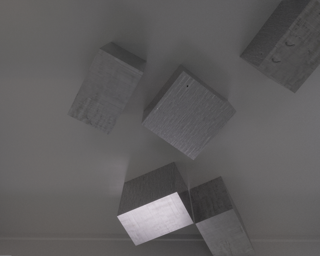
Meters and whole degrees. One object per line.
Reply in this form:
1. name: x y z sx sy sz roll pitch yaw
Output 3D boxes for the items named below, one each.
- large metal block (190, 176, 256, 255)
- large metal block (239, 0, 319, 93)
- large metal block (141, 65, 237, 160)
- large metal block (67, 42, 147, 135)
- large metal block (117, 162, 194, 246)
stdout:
1. large metal block: 0.084 0.128 0.430 0.050 0.080 0.080 -25 108 9
2. large metal block: 0.144 -0.094 0.348 0.050 0.080 0.080 32 107 -11
3. large metal block: 0.034 -0.021 0.390 0.080 0.050 0.080 35 106 -12
4. large metal block: -0.058 -0.050 0.363 0.050 0.080 0.080 28 108 -10
5. large metal block: -0.005 0.099 0.418 0.080 0.080 0.050 -24 108 8
